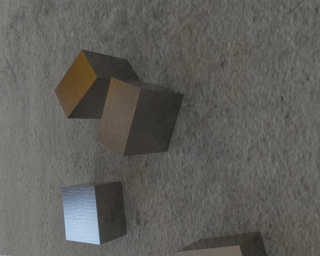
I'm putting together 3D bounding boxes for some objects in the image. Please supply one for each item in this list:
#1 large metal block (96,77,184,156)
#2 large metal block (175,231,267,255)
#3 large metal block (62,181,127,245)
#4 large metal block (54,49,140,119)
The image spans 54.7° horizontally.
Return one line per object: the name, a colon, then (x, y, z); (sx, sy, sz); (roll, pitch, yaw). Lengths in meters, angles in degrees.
large metal block: (-0.024, -0.014, 0.387); (0.050, 0.081, 0.079); (26, 106, 37)
large metal block: (0.072, 0.162, 0.328); (0.080, 0.050, 0.080); (-24, 75, 37)
large metal block: (-0.101, 0.125, 0.469); (0.080, 0.050, 0.080); (-11, 83, 39)
large metal block: (-0.087, -0.057, 0.439); (0.080, 0.081, 0.050); (-45, 63, 30)
